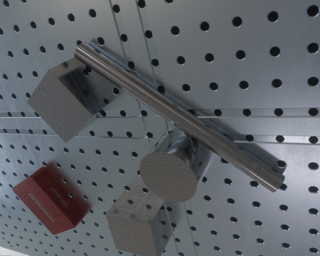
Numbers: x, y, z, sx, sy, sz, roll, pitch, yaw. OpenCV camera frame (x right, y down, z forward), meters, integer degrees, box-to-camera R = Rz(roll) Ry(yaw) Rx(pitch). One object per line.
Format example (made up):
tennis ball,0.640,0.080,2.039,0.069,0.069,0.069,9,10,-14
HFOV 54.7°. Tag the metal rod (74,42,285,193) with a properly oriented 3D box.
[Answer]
metal rod,0.020,-0.017,0.389,0.301,0.025,0.025,34,129,5

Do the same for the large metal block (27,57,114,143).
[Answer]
large metal block,-0.128,-0.038,0.439,0.080,0.050,0.080,48,129,-6

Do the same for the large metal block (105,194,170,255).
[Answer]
large metal block,-0.035,0.163,0.515,0.080,0.050,0.079,5,121,26

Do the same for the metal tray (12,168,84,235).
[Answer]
metal tray,-0.224,0.149,0.619,0.090,0.030,0.130,-30,102,37

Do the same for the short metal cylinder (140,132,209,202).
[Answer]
short metal cylinder,0.020,0.052,0.417,0.080,0.050,0.079,13,124,21
